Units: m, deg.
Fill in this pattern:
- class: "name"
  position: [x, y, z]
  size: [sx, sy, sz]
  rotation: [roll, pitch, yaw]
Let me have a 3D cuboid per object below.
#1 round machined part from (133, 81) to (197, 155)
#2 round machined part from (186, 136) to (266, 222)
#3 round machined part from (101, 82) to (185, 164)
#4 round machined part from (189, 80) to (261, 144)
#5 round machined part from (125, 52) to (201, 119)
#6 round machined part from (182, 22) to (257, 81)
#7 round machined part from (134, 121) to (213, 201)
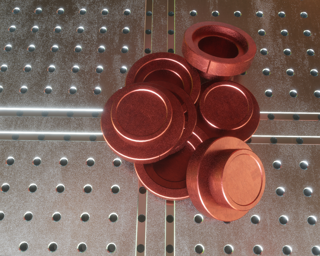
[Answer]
- class: "round machined part"
  position: [-0.003, -0.009, 0.406]
  size: [0.099, 0.042, 0.098]
  rotation: [0, 70, 0]
- class: "round machined part"
  position: [0.082, 0.058, 0.356]
  size: [0.099, 0.042, 0.098]
  rotation: [3, 84, -32]
- class: "round machined part"
  position: [-0.020, -0.010, 0.361]
  size: [0.099, 0.042, 0.098]
  rotation: [0, 70, 0]
- class: "round machined part"
  position: [0.084, -0.022, 0.411]
  size: [0.099, 0.042, 0.098]
  rotation: [0, 70, 0]
- class: "round machined part"
  position: [0.004, -0.050, 0.421]
  size: [0.099, 0.042, 0.098]
  rotation: [0, 70, 0]
- class: "round machined part"
  position: [0.078, -0.102, 0.429]
  size: [0.099, 0.042, 0.098]
  rotation: [4, 49, -5]
- class: "round machined part"
  position: [0.018, 0.041, 0.388]
  size: [0.099, 0.042, 0.098]
  rotation: [0, 70, 0]
